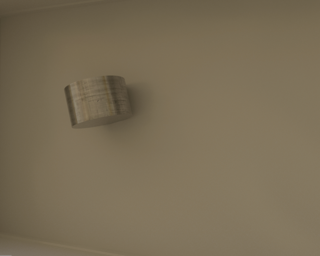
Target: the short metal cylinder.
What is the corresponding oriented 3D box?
[{"bbox_3d":[-0.081,-0.033,0.410,0.080,0.080,0.050,-14,85,19],"label":"short metal cylinder"}]
